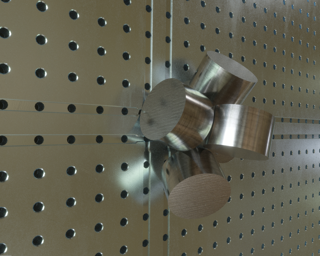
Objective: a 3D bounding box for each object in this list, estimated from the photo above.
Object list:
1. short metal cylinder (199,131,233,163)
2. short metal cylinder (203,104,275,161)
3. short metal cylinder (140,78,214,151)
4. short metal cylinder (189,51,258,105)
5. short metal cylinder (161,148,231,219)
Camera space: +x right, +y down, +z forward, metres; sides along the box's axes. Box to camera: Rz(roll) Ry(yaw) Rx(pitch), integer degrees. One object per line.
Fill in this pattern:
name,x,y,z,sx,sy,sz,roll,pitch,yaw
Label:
short metal cylinder,0.074,0.010,0.453,0.081,0.050,0.080,1,88,-39
short metal cylinder,0.099,0.007,0.390,0.080,0.080,0.050,22,76,-38
short metal cylinder,0.020,-0.016,0.389,0.050,0.080,0.080,24,75,-38
short metal cylinder,0.089,-0.066,0.438,0.081,0.080,0.050,3,128,-40
short metal cylinder,0.045,0.072,0.403,0.081,0.050,0.079,-6,125,-8
